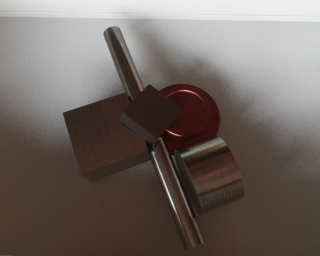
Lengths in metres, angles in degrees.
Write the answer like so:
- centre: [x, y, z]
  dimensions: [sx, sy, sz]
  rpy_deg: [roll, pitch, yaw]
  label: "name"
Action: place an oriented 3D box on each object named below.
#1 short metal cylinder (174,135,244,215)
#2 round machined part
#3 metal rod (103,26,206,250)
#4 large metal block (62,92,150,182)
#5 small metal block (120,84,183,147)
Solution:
- centre: [0.055, 0.054, 0.360]
  dimensions: [0.050, 0.080, 0.080]
  rpy_deg: [-20, 72, -7]
  label: "short metal cylinder"
- centre: [0.030, -0.015, 0.404]
  dimensions: [0.099, 0.042, 0.098]
  rpy_deg: [0, 70, -1]
  label: "round machined part"
- centre: [-0.014, -0.002, 0.386]
  dimensions: [0.025, 0.025, 0.299]
  rpy_deg: [-20, 71, -7]
  label: "metal rod"
- centre: [-0.065, 0.012, 0.387]
  dimensions: [0.081, 0.050, 0.080]
  rpy_deg: [-19, 71, -7]
  label: "large metal block"
- centre: [-0.010, -0.015, 0.362]
  dimensions: [0.050, 0.025, 0.050]
  rpy_deg: [38, 63, 5]
  label: "small metal block"
